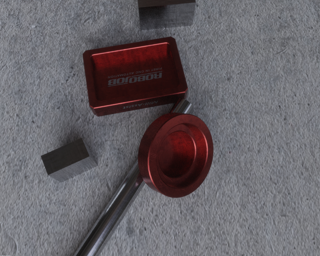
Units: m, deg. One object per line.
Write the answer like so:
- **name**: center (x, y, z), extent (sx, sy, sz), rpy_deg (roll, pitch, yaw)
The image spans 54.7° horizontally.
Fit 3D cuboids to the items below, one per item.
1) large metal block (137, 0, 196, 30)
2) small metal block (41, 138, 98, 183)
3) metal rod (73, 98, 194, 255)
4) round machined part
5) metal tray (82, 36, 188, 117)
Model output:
- **large metal block**: center (0.006, -0.200, 0.468), extent (0.081, 0.050, 0.080), rpy_deg (-6, 70, -3)
- **small metal block**: center (-0.109, 0.041, 0.379), extent (0.050, 0.050, 0.025), rpy_deg (-25, 72, -9)
- **metal rod**: center (-0.045, 0.087, 0.376), extent (0.025, 0.025, 0.300), rpy_deg (30, 73, 10)
- **round machined part**: center (0.014, 0.030, 0.370), extent (0.099, 0.042, 0.097), rpy_deg (-6, 99, -36)
- **metal tray**: center (-0.035, -0.072, 0.431), extent (0.131, 0.030, 0.090), rpy_deg (-11, 70, -4)
